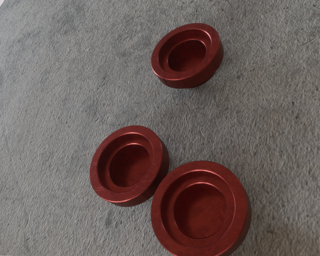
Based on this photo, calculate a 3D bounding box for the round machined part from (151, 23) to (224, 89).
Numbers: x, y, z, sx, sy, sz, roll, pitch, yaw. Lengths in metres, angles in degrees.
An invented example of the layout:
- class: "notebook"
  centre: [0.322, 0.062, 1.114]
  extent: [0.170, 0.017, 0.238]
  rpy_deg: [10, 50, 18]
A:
- class: "round machined part"
  centre: [0.040, -0.094, 0.430]
  extent: [0.098, 0.042, 0.098]
  rpy_deg: [-13, 56, 21]

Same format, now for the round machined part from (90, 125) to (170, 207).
- class: "round machined part"
  centre: [-0.033, 0.049, 0.381]
  extent: [0.098, 0.042, 0.098]
  rpy_deg: [-13, 56, 21]

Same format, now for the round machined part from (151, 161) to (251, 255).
- class: "round machined part"
  centre: [0.044, 0.086, 0.317]
  extent: [0.098, 0.042, 0.098]
  rpy_deg: [-13, 56, 21]
